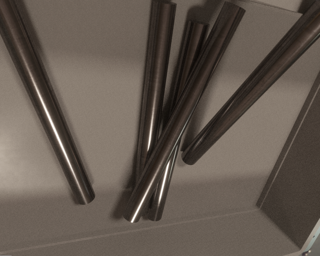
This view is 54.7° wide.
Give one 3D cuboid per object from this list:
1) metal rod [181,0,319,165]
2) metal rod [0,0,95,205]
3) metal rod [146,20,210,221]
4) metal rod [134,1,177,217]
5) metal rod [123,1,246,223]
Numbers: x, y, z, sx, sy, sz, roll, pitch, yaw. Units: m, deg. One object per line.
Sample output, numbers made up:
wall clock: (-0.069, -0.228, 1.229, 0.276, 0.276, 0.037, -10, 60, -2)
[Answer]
metal rod: (0.099, -0.037, 0.353, 0.025, 0.025, 0.298, -3, 148, -28)
metal rod: (-0.121, -0.027, 0.326, 0.025, 0.025, 0.298, -22, 127, -16)
metal rod: (0.018, 0.008, 0.425, 0.025, 0.025, 0.298, -3, 120, -27)
metal rod: (-0.013, -0.004, 0.400, 0.025, 0.025, 0.298, -7, 122, -25)
metal rod: (0.021, -0.005, 0.384, 0.025, 0.025, 0.298, 13, 112, -34)
